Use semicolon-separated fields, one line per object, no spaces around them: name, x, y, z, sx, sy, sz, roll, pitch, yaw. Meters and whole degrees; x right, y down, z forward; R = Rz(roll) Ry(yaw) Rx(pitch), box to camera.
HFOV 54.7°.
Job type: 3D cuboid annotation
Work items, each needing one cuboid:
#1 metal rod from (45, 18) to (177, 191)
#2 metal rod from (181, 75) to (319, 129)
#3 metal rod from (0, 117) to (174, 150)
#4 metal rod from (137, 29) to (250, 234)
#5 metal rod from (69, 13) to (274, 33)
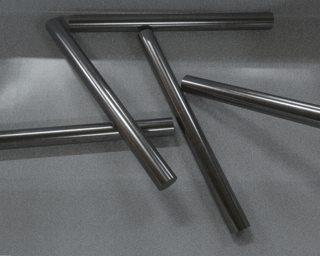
metal rod;-0.075;-0.046;0.405;0.025;0.025;0.300;-33;66;-11
metal rod;0.157;-0.019;0.356;0.300;0.025;0.025;20;69;32
metal rod;-0.133;0.010;0.404;0.302;0.025;0.025;-5;70;-2
metal rod;0.037;-0.009;0.413;0.025;0.025;0.299;-22;72;-8
metal rod;0.018;-0.159;0.467;0.302;0.025;0.025;-1;70;-1
